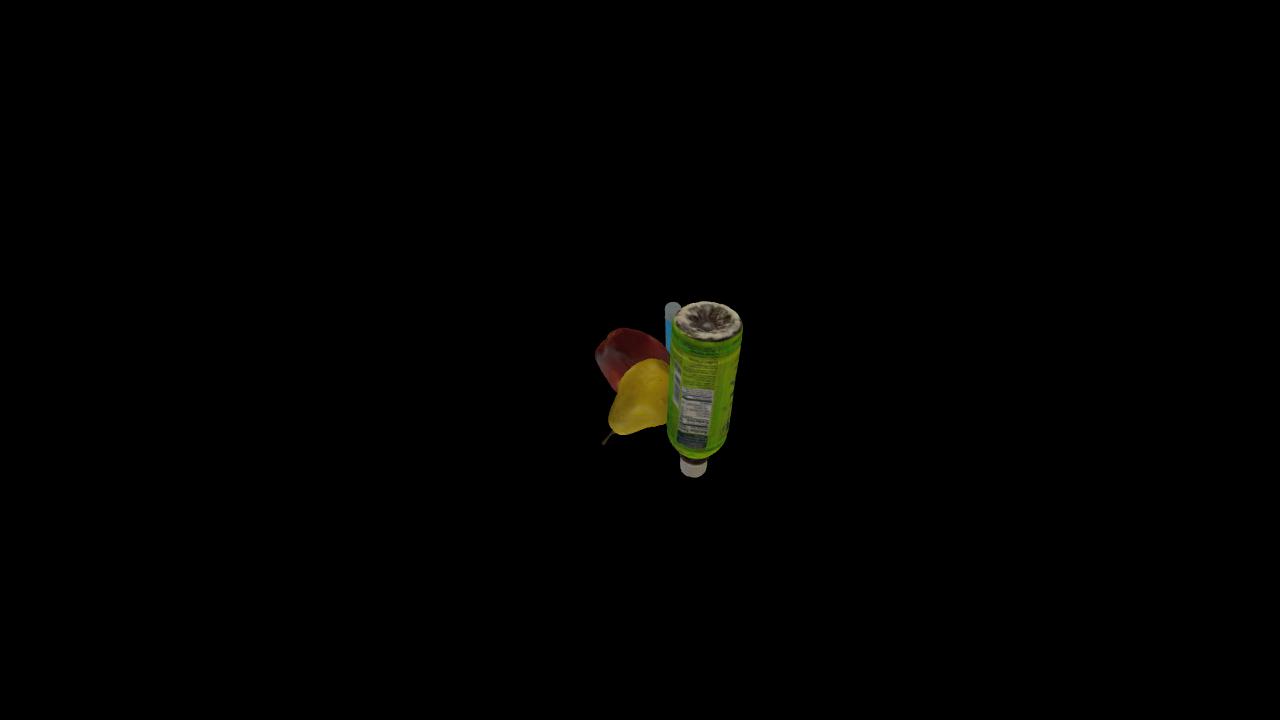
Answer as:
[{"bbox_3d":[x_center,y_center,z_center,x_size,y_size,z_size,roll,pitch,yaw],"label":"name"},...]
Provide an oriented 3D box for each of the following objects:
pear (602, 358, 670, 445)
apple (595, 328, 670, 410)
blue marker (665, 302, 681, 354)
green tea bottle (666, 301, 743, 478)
[{"bbox_3d":[-0.003,0.051,0.697,0.111,0.080,0.080,-39,-8,10],"label":"pear"},{"bbox_3d":[-0.005,0.005,0.717,0.093,0.079,0.079,45,-11,-12],"label":"apple"},{"bbox_3d":[0.040,-0.023,0.749,0.020,0.020,0.121,0,-37,3],"label":"blue marker"},{"bbox_3d":[0.062,0.043,0.649,0.073,0.212,0.073,2,38,-2],"label":"green tea bottle"}]
